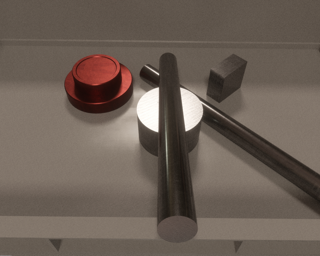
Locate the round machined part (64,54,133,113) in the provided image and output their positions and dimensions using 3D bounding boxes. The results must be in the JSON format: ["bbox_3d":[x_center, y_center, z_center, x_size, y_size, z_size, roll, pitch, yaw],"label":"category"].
[{"bbox_3d":[-0.090,-0.071,0.452,0.099,0.042,0.098,0,50,0],"label":"round machined part"}]

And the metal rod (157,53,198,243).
[{"bbox_3d":[0.011,-0.017,0.318,0.025,0.025,0.300,0,32,0],"label":"metal rod"}]

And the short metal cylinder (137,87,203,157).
[{"bbox_3d":[0.012,-0.008,0.396,0.081,0.050,0.080,0,50,0],"label":"short metal cylinder"}]

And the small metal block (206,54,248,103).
[{"bbox_3d":[0.097,-0.072,0.451,0.050,0.050,0.025,-36,59,-26],"label":"small metal block"}]

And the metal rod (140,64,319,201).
[{"bbox_3d":[0.085,-0.006,0.410,0.300,0.025,0.025,37,59,27],"label":"metal rod"}]
